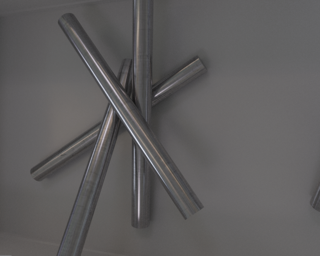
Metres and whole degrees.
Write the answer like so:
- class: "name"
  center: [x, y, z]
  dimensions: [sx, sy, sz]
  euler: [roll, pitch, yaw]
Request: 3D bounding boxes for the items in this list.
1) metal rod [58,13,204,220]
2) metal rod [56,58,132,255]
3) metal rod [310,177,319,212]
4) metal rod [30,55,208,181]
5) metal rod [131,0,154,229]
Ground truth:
- class: "metal rod"
  center: [-0.044, -0.026, 0.375]
  dimensions: [0.025, 0.025, 0.299]
  euler: [-39, 73, 16]
- class: "metal rod"
  center: [-0.075, 0.047, 0.373]
  dimensions: [0.025, 0.025, 0.299]
  euler: [7, 68, 20]
- class: "metal rod"
  center: [0.196, -0.044, 0.279]
  dimensions: [0.025, 0.025, 0.298]
  euler: [17, 119, 19]
- class: "metal rod"
  center: [-0.068, -0.006, 0.434]
  dimensions: [0.300, 0.025, 0.025]
  euler: [-32, 80, 17]
- class: "metal rod"
  center: [-0.023, -0.016, 0.394]
  dimensions: [0.025, 0.025, 0.298]
  euler: [5, 101, 20]
